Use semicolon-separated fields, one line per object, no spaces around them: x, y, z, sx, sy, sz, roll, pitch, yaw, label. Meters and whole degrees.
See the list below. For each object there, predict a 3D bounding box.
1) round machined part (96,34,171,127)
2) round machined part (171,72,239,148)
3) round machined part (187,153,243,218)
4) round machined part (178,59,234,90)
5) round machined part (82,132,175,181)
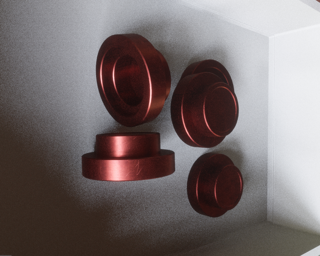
-0.026;-0.053;0.339;0.042;0.098;0.097;-18;102;-39;round machined part
0.064;-0.023;0.397;0.099;0.042;0.097;0;90;-40;round machined part
0.091;0.088;0.474;0.099;0.042;0.097;0;90;-40;round machined part
0.061;-0.047;0.449;0.099;0.042;0.097;0;90;-40;round machined part
-0.034;0.027;0.333;0.099;0.098;0.042;-3;92;-40;round machined part
